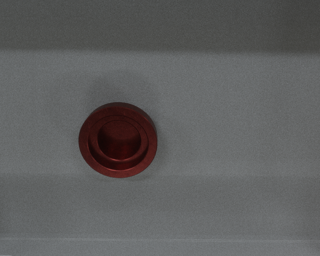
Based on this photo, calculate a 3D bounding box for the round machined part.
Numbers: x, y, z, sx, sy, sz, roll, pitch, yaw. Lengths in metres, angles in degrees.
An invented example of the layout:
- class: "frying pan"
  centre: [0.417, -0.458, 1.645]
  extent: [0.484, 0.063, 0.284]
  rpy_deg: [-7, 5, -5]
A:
- class: "round machined part"
  centre: [-0.052, 0.013, 0.406]
  extent: [0.099, 0.042, 0.097]
  rpy_deg: [0, 110, 0]
